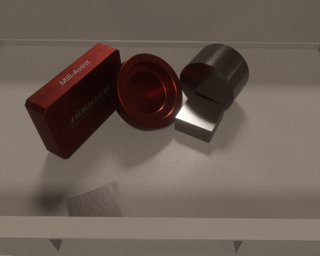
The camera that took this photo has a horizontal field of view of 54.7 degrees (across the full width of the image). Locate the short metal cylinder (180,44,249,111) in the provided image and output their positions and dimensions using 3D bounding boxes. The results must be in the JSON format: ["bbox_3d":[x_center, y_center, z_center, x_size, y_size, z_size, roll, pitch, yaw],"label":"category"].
[{"bbox_3d":[0.075,-0.068,0.428,0.080,0.080,0.050,27,55,20],"label":"short metal cylinder"}]

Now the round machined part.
[{"bbox_3d":[-0.021,-0.045,0.410,0.099,0.042,0.098,7,77,-34],"label":"round machined part"}]

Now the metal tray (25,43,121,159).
[{"bbox_3d":[-0.097,-0.035,0.390,0.030,0.089,0.130,24,54,21],"label":"metal tray"}]

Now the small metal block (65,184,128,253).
[{"bbox_3d":[-0.067,0.094,0.325,0.050,0.025,0.050,-18,52,-15],"label":"small metal block"}]

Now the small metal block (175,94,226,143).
[{"bbox_3d":[0.054,-0.014,0.417,0.050,0.025,0.050,22,53,17],"label":"small metal block"}]
